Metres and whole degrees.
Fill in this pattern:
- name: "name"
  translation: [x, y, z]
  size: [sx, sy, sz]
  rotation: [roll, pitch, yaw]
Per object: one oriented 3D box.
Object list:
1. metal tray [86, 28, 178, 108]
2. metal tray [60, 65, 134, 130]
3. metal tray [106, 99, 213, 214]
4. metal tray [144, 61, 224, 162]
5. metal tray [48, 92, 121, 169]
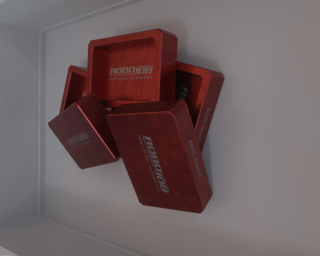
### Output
- name: "metal tray"
  translation: [-0.040, -0.070, 0.393]
  size: [0.130, 0.030, 0.089]
  rotation: [5, 93, 39]
- name: "metal tray"
  translation: [-0.101, -0.039, 0.480]
  size: [0.130, 0.030, 0.089]
  rotation: [25, 106, 37]
- name: "metal tray"
  translation: [0.001, 0.034, 0.357]
  size: [0.090, 0.030, 0.129]
  rotation: [-2, 118, 34]
- name: "metal tray"
  translation: [0.017, -0.016, 0.385]
  size: [0.090, 0.030, 0.129]
  rotation: [24, 105, 37]
- name: "metal tray"
  translation: [-0.104, 0.010, 0.441]
  size: [0.130, 0.030, 0.090]
  rotation: [-19, 108, 54]
